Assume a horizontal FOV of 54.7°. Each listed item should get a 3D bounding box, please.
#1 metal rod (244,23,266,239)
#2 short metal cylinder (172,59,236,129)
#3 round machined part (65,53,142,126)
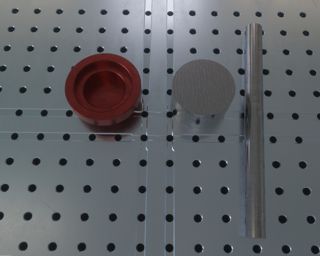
[{"bbox_3d":[0.126,-0.010,0.416,0.025,0.025,0.299,5,70,2],"label":"metal rod"},{"bbox_3d":[0.055,-0.044,0.415,0.081,0.050,0.080,0,70,0],"label":"short metal cylinder"},{"bbox_3d":[-0.074,-0.048,0.420,0.099,0.042,0.098,0,70,0],"label":"round machined part"}]
